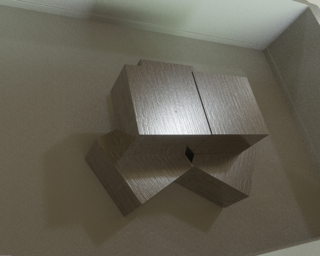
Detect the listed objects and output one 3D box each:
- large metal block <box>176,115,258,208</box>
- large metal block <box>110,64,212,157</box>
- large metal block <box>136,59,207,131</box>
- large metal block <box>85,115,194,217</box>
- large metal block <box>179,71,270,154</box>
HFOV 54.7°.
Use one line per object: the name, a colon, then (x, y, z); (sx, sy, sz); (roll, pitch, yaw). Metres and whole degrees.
large metal block: (0.072, 0.043, 0.399); (0.080, 0.050, 0.080); (30, 52, -9)
large metal block: (-0.002, -0.017, 0.333); (0.081, 0.050, 0.080); (1, 62, -28)
large metal block: (0.008, -0.041, 0.417); (0.081, 0.050, 0.080); (1, 61, -28)
large metal block: (-0.024, 0.039, 0.351); (0.081, 0.050, 0.080); (-29, 78, -37)
large metal block: (0.070, -0.017, 0.369); (0.081, 0.050, 0.080); (1, 62, -28)
